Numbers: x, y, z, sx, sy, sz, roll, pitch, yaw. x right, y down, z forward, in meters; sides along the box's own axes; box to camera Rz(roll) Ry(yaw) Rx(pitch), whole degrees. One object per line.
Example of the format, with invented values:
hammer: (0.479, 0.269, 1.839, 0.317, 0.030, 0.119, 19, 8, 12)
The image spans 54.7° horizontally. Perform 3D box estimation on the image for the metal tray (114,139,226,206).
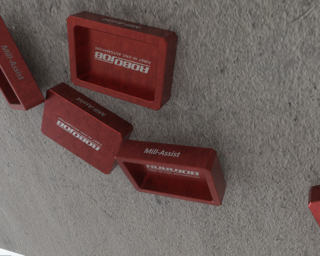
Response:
metal tray: (0.015, 0.059, 0.413, 0.130, 0.030, 0.090, 5, 141, 26)

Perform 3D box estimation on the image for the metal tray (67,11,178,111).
metal tray: (-0.048, -0.082, 0.377, 0.130, 0.030, 0.089, 18, 126, 17)

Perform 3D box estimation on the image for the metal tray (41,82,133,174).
metal tray: (-0.113, 0.002, 0.464, 0.130, 0.030, 0.089, 31, 129, 7)

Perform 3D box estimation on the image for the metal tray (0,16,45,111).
metal tray: (-0.222, -0.090, 0.443, 0.090, 0.030, 0.129, 7, 125, 52)

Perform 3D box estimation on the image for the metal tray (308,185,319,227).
metal tray: (0.239, 0.117, 0.350, 0.090, 0.030, 0.130, -23, 106, 36)
